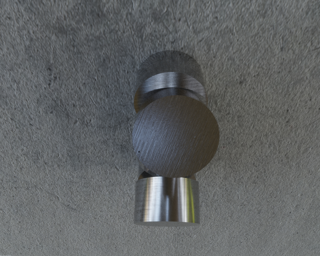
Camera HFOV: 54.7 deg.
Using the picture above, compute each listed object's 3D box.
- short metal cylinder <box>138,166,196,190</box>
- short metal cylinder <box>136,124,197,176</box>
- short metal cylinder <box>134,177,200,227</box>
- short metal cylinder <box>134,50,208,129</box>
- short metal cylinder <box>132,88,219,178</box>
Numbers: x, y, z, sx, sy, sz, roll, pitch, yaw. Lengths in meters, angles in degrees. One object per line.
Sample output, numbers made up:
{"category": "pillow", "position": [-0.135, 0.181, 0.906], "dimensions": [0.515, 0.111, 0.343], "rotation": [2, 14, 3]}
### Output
{"category": "short metal cylinder", "position": [0.010, 0.061, 0.444], "dimensions": [0.081, 0.050, 0.079], "rotation": [0, 130, 0]}
{"category": "short metal cylinder", "position": [0.011, 0.017, 0.388], "dimensions": [0.081, 0.080, 0.050], "rotation": [1, 130, -1]}
{"category": "short metal cylinder", "position": [0.009, 0.094, 0.385], "dimensions": [0.080, 0.050, 0.080], "rotation": [1, 158, 1]}
{"category": "short metal cylinder", "position": [0.012, -0.042, 0.357], "dimensions": [0.081, 0.050, 0.079], "rotation": [0, 130, 0]}
{"category": "short metal cylinder", "position": [0.014, 0.003, 0.310], "dimensions": [0.081, 0.050, 0.079], "rotation": [0, 105, -1]}
